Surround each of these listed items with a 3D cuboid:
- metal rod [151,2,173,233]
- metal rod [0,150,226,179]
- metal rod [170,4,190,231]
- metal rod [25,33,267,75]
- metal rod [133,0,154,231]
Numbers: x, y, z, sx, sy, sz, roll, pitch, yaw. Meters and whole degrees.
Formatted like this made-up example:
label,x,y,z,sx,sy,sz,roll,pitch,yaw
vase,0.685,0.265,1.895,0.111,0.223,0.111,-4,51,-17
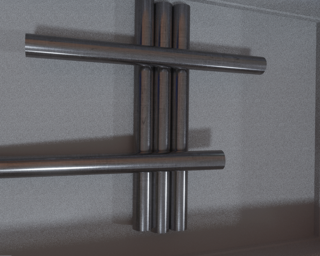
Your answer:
label,x,y,z,sx,sy,sz,roll,pitch,yaw
metal rod,0.002,-0.014,0.410,0.025,0.025,0.298,1,90,-20
metal rod,-0.068,0.042,0.365,0.302,0.025,0.025,0,90,-13
metal rod,0.026,-0.014,0.418,0.025,0.025,0.298,1,90,-20
metal rod,-0.001,-0.088,0.382,0.302,0.025,0.025,0,90,-20
metal rod,-0.021,-0.019,0.402,0.025,0.025,0.298,1,90,-20
